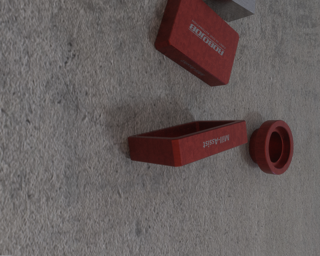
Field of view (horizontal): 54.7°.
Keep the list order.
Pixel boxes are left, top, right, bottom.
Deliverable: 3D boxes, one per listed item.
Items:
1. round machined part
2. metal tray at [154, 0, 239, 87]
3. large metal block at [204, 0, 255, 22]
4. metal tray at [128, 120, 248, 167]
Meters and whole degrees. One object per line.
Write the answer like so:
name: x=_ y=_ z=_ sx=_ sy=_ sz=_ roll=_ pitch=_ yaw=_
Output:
round machined part: x=0.200 y=0.034 z=0.565 sx=0.099 sy=0.042 sz=0.097 roll=0 pitch=90 yaw=-40
metal tray: x=0.059 y=-0.128 z=0.453 sx=0.131 sy=0.030 sz=0.090 roll=25 pitch=74 yaw=-37
large metal block: x=0.104 y=-0.221 z=0.478 sx=0.081 sy=0.050 sz=0.080 roll=9 pitch=85 yaw=-40
metal tray: x=0.037 y=0.015 z=0.395 sx=0.131 sy=0.090 sz=0.030 roll=-13 pitch=99 yaw=-40
